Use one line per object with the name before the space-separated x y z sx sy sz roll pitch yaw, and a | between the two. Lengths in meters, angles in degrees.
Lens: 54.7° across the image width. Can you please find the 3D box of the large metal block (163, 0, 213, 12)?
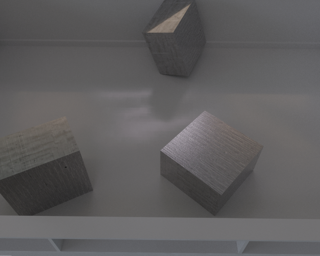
large metal block | 0.062 -0.284 0.630 0.080 0.050 0.080 29 56 22

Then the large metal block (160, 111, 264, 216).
large metal block | 0.057 0.038 0.357 0.080 0.050 0.080 35 58 25

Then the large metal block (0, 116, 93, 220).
large metal block | -0.125 0.044 0.332 0.081 0.080 0.050 -21 53 -17

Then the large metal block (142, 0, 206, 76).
large metal block | 0.025 -0.138 0.471 0.050 0.080 0.080 10 57 30
